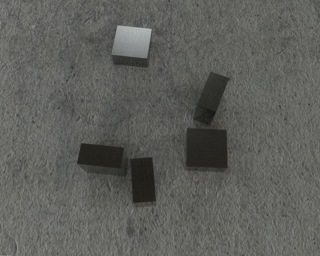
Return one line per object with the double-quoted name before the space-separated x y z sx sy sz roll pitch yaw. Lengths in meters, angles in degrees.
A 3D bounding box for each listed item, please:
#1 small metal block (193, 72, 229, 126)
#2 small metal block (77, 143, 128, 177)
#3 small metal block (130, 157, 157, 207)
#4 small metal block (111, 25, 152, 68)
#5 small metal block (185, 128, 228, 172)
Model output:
"small metal block" 0.066 -0.038 0.409 0.025 0.050 0.050 21 72 7
"small metal block" -0.068 0.040 0.380 0.050 0.050 0.025 6 70 2
"small metal block" -0.019 0.066 0.370 0.025 0.050 0.050 -5 70 -2
"small metal block" -0.040 -0.119 0.451 0.050 0.025 0.050 7 70 2
"small metal block" 0.059 0.029 0.398 0.050 0.025 0.050 3 70 1
